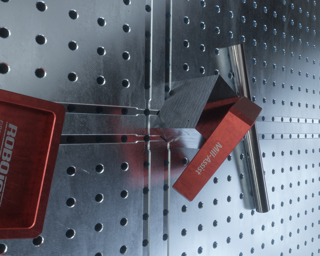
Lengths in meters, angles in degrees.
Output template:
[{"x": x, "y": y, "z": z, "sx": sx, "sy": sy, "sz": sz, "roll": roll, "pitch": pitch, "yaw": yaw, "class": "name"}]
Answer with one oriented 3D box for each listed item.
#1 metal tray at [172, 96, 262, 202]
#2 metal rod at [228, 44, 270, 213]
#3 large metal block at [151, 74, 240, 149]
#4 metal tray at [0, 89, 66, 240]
[{"x": 0.074, "y": 0.025, "z": 0.396, "sx": 0.129, "sy": 0.030, "sz": 0.090, "roll": -57, "pitch": 168, "yaw": 25, "class": "metal tray"}, {"x": 0.157, "y": 0.006, "z": 0.540, "sx": 0.025, "sy": 0.025, "sz": 0.298, "roll": -21, "pitch": 103, "yaw": -38, "class": "metal rod"}, {"x": 0.047, "y": -0.020, "z": 0.413, "sx": 0.050, "sy": 0.080, "sz": 0.080, "roll": 40, "pitch": 65, "yaw": -33, "class": "large metal block"}, {"x": -0.146, "y": 0.032, "z": 0.283, "sx": 0.091, "sy": 0.030, "sz": 0.129, "roll": 14, "pitch": 81, "yaw": -39, "class": "metal tray"}]
